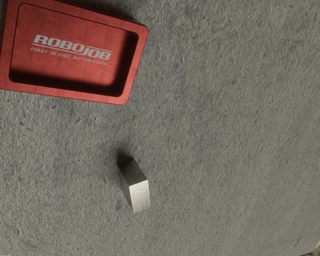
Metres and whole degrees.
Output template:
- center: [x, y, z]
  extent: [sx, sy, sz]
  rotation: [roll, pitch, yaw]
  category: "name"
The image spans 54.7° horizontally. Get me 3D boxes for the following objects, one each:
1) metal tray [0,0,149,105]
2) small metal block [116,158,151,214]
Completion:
- center: [-0.086, -0.076, 0.309]
  extent: [0.131, 0.030, 0.089]
  rotation: [6, 116, -31]
  category: "metal tray"
- center: [-0.036, 0.077, 0.419]
  extent: [0.025, 0.050, 0.050]
  rotation: [-17, 126, -19]
  category: "small metal block"
